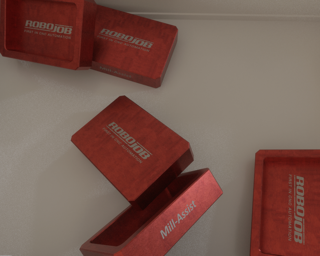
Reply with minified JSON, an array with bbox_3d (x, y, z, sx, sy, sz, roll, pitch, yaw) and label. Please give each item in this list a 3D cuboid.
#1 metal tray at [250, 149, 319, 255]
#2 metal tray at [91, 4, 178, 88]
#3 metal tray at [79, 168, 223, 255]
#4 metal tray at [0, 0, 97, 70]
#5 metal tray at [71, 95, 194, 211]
[{"bbox_3d":[0.154,0.089,0.350,0.090,0.030,0.130,-2,62,28],"label":"metal tray"},{"bbox_3d":[-0.049,-0.119,0.449,0.131,0.030,0.090,17,72,5],"label":"metal tray"},{"bbox_3d":[-0.007,0.093,0.315,0.131,0.090,0.030,-34,96,-36],"label":"metal tray"},{"bbox_3d":[-0.152,-0.132,0.414,0.130,0.030,0.089,13,106,18],"label":"metal tray"},{"bbox_3d":[-0.036,0.024,0.373,0.090,0.030,0.130,-42,54,-15],"label":"metal tray"}]
